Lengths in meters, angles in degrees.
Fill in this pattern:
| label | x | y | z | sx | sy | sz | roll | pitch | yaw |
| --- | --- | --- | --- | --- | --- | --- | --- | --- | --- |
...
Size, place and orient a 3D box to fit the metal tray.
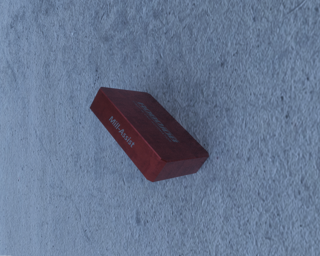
| label | x | y | z | sx | sy | sz | roll | pitch | yaw |
| --- | --- | --- | --- | --- | --- | --- | --- | --- | --- |
| metal tray | -0.013 | 0.003 | 0.373 | 0.130 | 0.091 | 0.030 | 47 | 118 | 29 |
